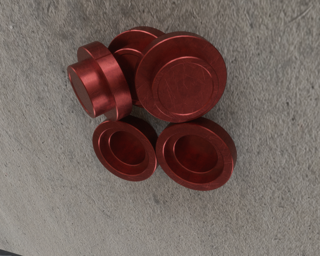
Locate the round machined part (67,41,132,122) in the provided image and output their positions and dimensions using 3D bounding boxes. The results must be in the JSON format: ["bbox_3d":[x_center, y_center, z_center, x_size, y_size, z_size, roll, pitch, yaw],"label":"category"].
[{"bbox_3d":[-0.077,-0.051,0.374,0.098,0.042,0.097,47,154,32],"label":"round machined part"}]

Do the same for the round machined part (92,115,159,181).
[{"bbox_3d":[-0.041,0.023,0.431,0.098,0.042,0.097,13,124,20],"label":"round machined part"}]

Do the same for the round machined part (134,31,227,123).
[{"bbox_3d":[0.023,-0.048,0.326,0.099,0.042,0.097,-4,120,-6],"label":"round machined part"}]

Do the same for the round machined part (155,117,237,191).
[{"bbox_3d":[0.047,0.027,0.388,0.098,0.042,0.097,13,124,20],"label":"round machined part"}]

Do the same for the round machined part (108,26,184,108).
[{"bbox_3d":[-0.024,-0.066,0.367,0.098,0.042,0.097,13,124,20],"label":"round machined part"}]
